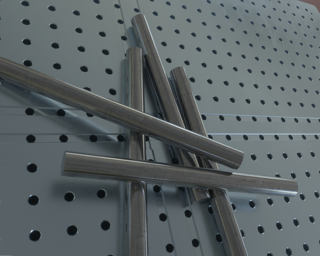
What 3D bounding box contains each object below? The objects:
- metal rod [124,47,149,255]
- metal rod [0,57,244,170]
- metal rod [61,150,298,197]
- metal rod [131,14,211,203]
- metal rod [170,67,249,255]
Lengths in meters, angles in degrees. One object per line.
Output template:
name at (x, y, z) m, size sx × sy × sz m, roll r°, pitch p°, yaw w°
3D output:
metal rod at (-0.030, 0.018, 0.381) m, size 0.025 × 0.025 × 0.299 m, roll 11°, pitch 57°, yaw -23°
metal rod at (-0.044, -0.015, 0.365) m, size 0.302 × 0.025 × 0.025 m, roll 21°, pitch 53°, yaw -5°
metal rod at (0.042, 0.058, 0.363) m, size 0.302 × 0.025 × 0.025 m, roll 10°, pitch 58°, yaw -23°
metal rod at (0.009, -0.042, 0.439) m, size 0.025 × 0.025 × 0.299 m, roll -4°, pitch 64°, yaw -30°
metal rod at (0.063, 0.045, 0.416) m, size 0.025 × 0.025 × 0.299 m, roll -1°, pitch 62°, yaw -29°
